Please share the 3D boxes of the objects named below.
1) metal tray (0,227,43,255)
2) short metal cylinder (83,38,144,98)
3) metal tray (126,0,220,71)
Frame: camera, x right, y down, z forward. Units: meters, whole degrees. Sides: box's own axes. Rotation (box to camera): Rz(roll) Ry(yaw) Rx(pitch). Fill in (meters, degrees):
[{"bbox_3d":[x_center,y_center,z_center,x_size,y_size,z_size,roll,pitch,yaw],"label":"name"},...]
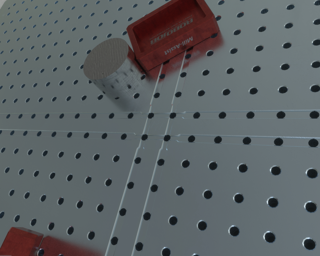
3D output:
[{"bbox_3d":[-0.177,0.181,0.350,0.030,0.090,0.130,22,68,-8],"label":"metal tray"},{"bbox_3d":[-0.072,-0.094,0.488,0.080,0.050,0.080,-13,56,21],"label":"short metal cylinder"},{"bbox_3d":[0.017,-0.157,0.492,0.130,0.030,0.090,-27,52,11],"label":"metal tray"}]
